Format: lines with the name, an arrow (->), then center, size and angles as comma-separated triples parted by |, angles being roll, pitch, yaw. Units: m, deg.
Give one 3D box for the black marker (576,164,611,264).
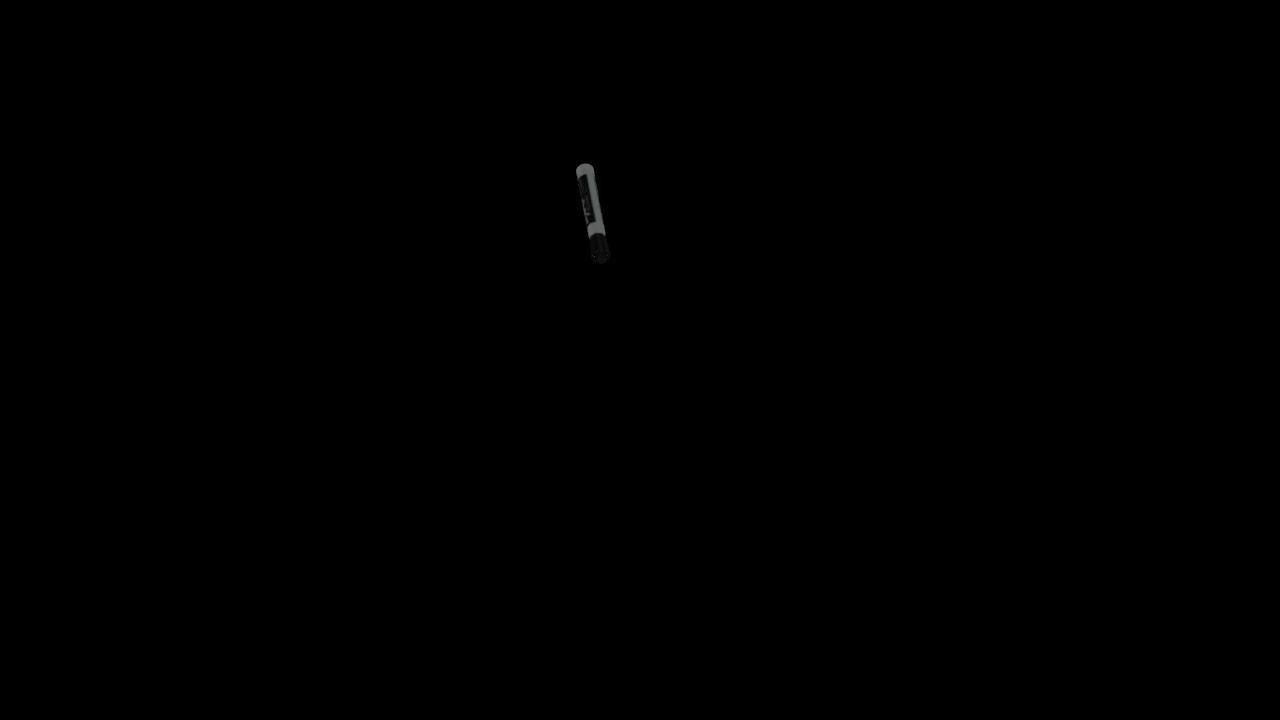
black marker -> -0.047, -0.146, 0.613 | 0.020, 0.121, 0.020 | -9, -28, -5
